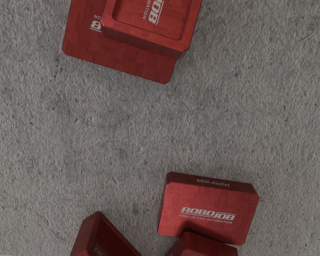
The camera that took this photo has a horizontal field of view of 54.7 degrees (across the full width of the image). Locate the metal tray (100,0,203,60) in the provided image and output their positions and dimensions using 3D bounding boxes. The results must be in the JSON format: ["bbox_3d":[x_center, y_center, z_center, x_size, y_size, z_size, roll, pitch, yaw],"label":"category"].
[{"bbox_3d":[0.000,-0.147,0.323,0.091,0.030,0.129,17,83,-6],"label":"metal tray"}]

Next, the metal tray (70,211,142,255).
[{"bbox_3d":[-0.067,0.195,0.446,0.030,0.090,0.130,-34,107,12],"label":"metal tray"}]

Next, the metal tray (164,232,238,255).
[{"bbox_3d":[0.048,0.218,0.469,0.090,0.030,0.129,23,122,-13],"label":"metal tray"}]

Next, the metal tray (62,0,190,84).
[{"bbox_3d":[-0.039,-0.114,0.365,0.131,0.030,0.089,16,109,-6],"label":"metal tray"}]

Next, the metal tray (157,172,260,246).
[{"bbox_3d":[0.067,0.118,0.451,0.131,0.030,0.089,9,110,-4],"label":"metal tray"}]
